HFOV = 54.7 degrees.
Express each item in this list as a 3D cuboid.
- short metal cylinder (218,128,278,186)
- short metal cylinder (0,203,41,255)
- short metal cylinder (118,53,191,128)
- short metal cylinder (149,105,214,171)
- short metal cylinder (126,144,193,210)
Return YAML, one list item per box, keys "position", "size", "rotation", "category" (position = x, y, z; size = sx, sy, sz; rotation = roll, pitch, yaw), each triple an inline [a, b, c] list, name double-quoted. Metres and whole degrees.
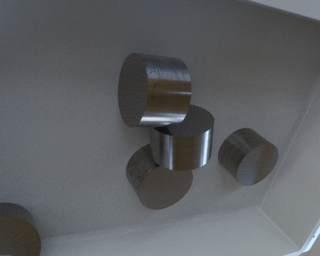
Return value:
- position: [0.142, 0.047, 0.502]
  size: [0.081, 0.050, 0.079]
  rotation: [-14, 125, -21]
  category: "short metal cylinder"
- position: [-0.184, 0.133, 0.357]
  size: [0.081, 0.050, 0.079]
  rotation: [-4, 98, -29]
  category: "short metal cylinder"
- position: [-0.009, -0.040, 0.345]
  size: [0.050, 0.080, 0.079]
  rotation: [0, 119, -29]
  category: "short metal cylinder"
- position: [0.027, 0.010, 0.396]
  size: [0.081, 0.080, 0.050]
  rotation: [-14, 125, -21]
  category: "short metal cylinder"
- position: [-0.001, 0.067, 0.435]
  size: [0.081, 0.050, 0.079]
  rotation: [-14, 125, -21]
  category: "short metal cylinder"
